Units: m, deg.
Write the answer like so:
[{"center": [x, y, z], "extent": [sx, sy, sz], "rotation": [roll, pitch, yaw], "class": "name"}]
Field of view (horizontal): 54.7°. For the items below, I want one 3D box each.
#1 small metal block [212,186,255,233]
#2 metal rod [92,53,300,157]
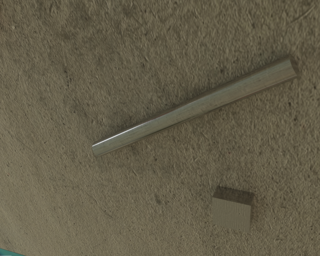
[{"center": [0.100, 0.111, 0.423], "extent": [0.050, 0.025, 0.050], "rotation": [8, 122, 24], "class": "small metal block"}, {"center": [0.018, -0.015, 0.388], "extent": [0.299, 0.025, 0.025], "rotation": [-22, 106, 36], "class": "metal rod"}]
